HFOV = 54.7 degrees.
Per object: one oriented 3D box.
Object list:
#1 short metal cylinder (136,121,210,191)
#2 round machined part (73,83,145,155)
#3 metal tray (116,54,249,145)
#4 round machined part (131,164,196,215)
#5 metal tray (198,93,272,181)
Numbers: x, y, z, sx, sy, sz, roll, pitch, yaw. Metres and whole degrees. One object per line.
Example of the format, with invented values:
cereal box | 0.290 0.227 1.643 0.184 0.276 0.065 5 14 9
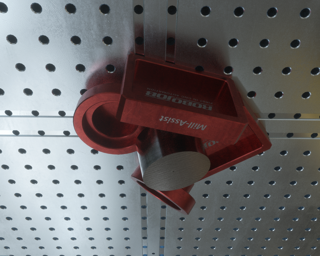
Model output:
short metal cylinder | 0.015 0.033 0.375 0.081 0.050 0.080 -9 140 -8
round machined part | -0.054 -0.015 0.387 0.099 0.042 0.097 -1 130 0
metal tray | 0.023 -0.034 0.340 0.131 0.090 0.030 12 129 -11
round machined part | 0.010 0.080 0.446 0.098 0.042 0.098 31 164 11
metal tray | 0.072 0.019 0.425 0.130 0.030 0.090 -29 125 22
